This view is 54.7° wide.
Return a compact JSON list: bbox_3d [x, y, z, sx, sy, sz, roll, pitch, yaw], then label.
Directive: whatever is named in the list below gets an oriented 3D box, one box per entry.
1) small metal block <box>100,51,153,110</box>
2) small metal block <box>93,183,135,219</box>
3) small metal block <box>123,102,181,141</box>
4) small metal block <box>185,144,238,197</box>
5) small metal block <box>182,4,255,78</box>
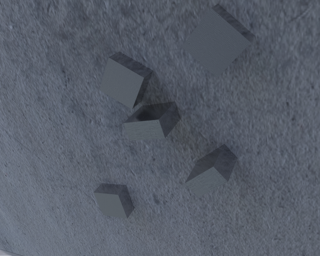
[{"bbox_3d":[-0.043,-0.060,0.391,0.050,0.025,0.050,31,128,7],"label":"small metal block"},{"bbox_3d":[-0.077,0.122,0.521,0.050,0.025,0.050,-2,118,28],"label":"small metal block"},{"bbox_3d":[-0.009,-0.009,0.389,0.050,0.050,0.025,-5,116,30],"label":"small metal block"},{"bbox_3d":[0.065,0.053,0.389,0.025,0.050,0.050,47,129,-5],"label":"small metal block"},{"bbox_3d":[0.060,-0.089,0.319,0.050,0.025,0.050,41,129,-1],"label":"small metal block"}]
